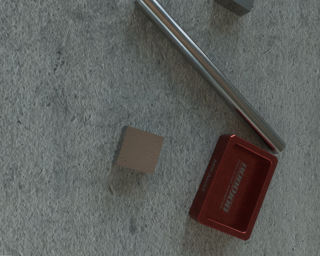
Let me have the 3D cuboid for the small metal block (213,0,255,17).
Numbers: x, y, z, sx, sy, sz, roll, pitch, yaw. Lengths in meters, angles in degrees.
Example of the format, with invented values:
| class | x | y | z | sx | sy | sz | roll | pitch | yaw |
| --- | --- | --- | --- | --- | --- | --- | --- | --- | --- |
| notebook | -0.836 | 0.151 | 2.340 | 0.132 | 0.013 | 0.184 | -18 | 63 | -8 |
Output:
| class | x | y | z | sx | sy | sz | roll | pitch | yaw |
| --- | --- | --- | --- | --- | --- | --- | --- | --- | --- |
| small metal block | 0.113 | -0.200 | 0.452 | 0.050 | 0.025 | 0.050 | 23 | 82 | -19 |

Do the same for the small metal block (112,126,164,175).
| class | x | y | z | sx | sy | sz | roll | pitch | yaw |
| --- | --- | --- | --- | --- | --- | --- | --- | --- | --- |
| small metal block | -0.028 | 0.028 | 0.400 | 0.050 | 0.025 | 0.050 | 18 | 84 | -20 |

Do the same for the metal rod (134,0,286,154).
| class | x | y | z | sx | sy | sz | roll | pitch | yaw |
| --- | --- | --- | --- | --- | --- | --- | --- | --- | --- |
| metal rod | 0.079 | -0.070 | 0.439 | 0.300 | 0.025 | 0.025 | 44 | 76 | -15 |

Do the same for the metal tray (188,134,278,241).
| class | x | y | z | sx | sy | sz | roll | pitch | yaw |
| --- | --- | --- | --- | --- | --- | --- | --- | --- | --- |
| metal tray | 0.108 | 0.084 | 0.447 | 0.090 | 0.030 | 0.130 | 26 | 81 | -19 |
